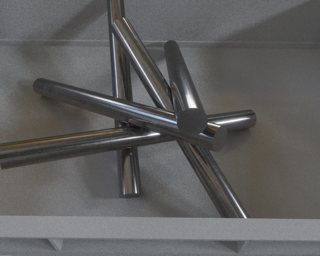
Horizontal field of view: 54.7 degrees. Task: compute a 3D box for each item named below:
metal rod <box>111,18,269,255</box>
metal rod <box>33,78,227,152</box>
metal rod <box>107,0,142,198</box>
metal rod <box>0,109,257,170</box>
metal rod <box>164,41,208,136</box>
[{"bbox_3d":[0.023,-0.002,0.342,0.025,0.025,0.299,-25,74,-19],"label":"metal rod"},{"bbox_3d":[-0.061,-0.026,0.366,0.300,0.025,0.025,17,50,37],"label":"metal rod"},{"bbox_3d":[-0.050,-0.060,0.404,0.025,0.025,0.299,-5,66,-5],"label":"metal rod"},{"bbox_3d":[-0.015,0.007,0.354,0.303,0.025,0.025,-8,49,-25],"label":"metal rod"},{"bbox_3d":[0.023,-0.070,0.386,0.025,0.025,0.300,-1,26,-1],"label":"metal rod"}]
